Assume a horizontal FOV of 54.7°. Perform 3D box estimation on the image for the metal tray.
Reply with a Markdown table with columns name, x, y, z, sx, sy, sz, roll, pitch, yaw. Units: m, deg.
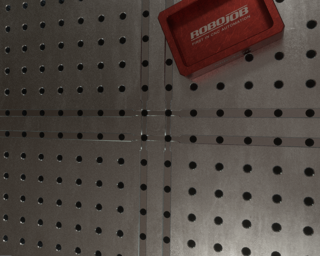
| name | x | y | z | sx | sy | sz | roll | pitch | yaw |
| --- | --- | --- | --- | --- | --- | --- | --- | --- | --- |
| metal tray | 0.073 | -0.127 | 0.383 | 0.130 | 0.030 | 0.090 | -23 | 83 | 18 |
